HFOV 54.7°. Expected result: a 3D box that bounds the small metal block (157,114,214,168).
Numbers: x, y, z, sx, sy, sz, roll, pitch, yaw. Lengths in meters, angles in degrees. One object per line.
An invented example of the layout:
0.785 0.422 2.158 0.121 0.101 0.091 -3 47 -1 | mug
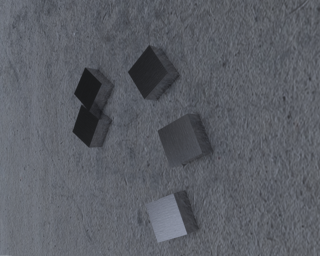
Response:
0.030 0.016 0.380 0.050 0.025 0.050 -30 71 36 | small metal block

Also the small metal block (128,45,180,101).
-0.009 -0.073 0.413 0.050 0.025 0.050 -45 63 30 | small metal block

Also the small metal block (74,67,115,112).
-0.105 -0.061 0.492 0.050 0.025 0.050 44 116 31 | small metal block

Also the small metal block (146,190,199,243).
0.015 0.112 0.393 0.050 0.025 0.050 -31 71 36 | small metal block

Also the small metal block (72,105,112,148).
-0.109 -0.003 0.495 0.050 0.025 0.050 36 112 34 | small metal block
